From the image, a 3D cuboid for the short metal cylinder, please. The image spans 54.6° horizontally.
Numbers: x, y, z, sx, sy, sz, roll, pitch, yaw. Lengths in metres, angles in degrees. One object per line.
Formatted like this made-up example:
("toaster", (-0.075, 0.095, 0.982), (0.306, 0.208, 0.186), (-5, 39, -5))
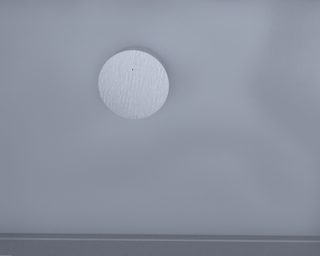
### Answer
("short metal cylinder", (-0.030, -0.057, 0.377), (0.080, 0.050, 0.079), (0, 110, 0))
